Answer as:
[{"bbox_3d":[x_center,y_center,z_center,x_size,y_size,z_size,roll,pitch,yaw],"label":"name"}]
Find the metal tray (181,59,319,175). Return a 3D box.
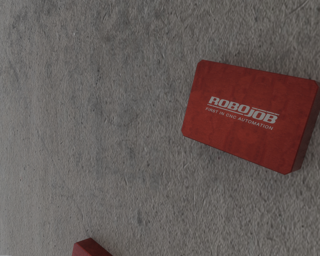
[{"bbox_3d":[0.091,-0.016,0.327,0.130,0.030,0.089,21,103,38],"label":"metal tray"}]

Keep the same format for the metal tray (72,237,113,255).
[{"bbox_3d":[-0.109,0.256,0.492,0.090,0.030,0.129,21,103,38],"label":"metal tray"}]
